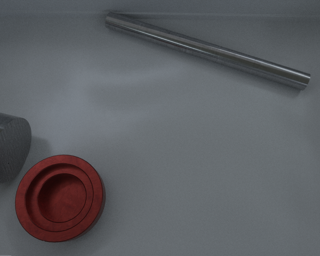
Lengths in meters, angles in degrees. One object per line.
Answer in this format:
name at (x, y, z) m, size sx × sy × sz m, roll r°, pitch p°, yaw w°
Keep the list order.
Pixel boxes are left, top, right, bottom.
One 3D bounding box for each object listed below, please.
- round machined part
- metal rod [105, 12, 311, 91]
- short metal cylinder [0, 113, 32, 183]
round machined part at (-0.114, 0.084, 0.368) m, size 0.099 × 0.042 × 0.098 m, roll 0°, pitch 70°, yaw -1°
metal rod at (0.064, -0.114, 0.451) m, size 0.301 × 0.025 × 0.025 m, roll 19°, pitch 71°, yaw 6°
short metal cylinder at (-0.199, 0.020, 0.371) m, size 0.050 × 0.080 × 0.080 m, roll 14°, pitch 71°, yaw 4°
